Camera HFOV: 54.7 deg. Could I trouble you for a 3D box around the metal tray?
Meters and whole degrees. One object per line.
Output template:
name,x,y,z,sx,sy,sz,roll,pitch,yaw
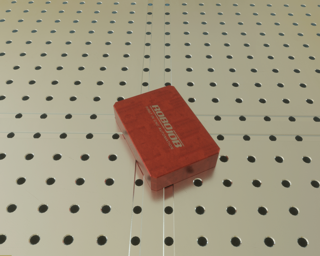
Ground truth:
metal tray,0.005,0.006,0.399,0.091,0.030,0.130,-20,53,-16
